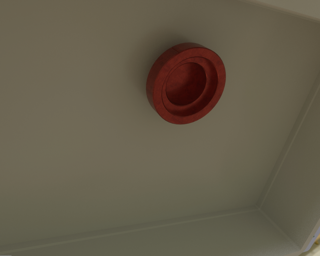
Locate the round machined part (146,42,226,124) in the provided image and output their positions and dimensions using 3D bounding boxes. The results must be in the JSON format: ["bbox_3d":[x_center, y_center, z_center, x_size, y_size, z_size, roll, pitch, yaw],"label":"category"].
[{"bbox_3d":[0.028,-0.057,0.379,0.099,0.042,0.097,-14,125,-21],"label":"round machined part"}]
